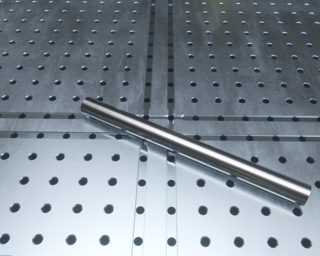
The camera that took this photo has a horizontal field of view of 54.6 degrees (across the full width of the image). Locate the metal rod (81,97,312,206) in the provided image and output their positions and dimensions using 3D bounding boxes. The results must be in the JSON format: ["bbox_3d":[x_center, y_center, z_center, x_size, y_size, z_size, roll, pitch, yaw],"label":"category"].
[{"bbox_3d":[0.030,0.022,0.389,0.301,0.025,0.025,22,53,17],"label":"metal rod"}]
